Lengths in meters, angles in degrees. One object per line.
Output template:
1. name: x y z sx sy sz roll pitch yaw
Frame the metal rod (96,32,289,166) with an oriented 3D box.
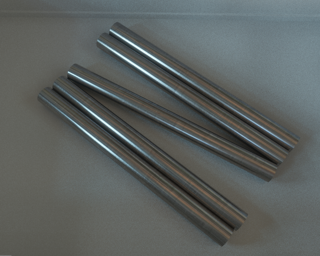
1. metal rod: 0.036 -0.045 0.425 0.300 0.025 0.025 35 74 12

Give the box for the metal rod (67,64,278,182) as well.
1. metal rod: 0.009 -0.011 0.412 0.301 0.025 0.025 27 72 9

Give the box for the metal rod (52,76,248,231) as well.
1. metal rod: -0.021 0.025 0.399 0.300 0.025 0.025 36 74 12

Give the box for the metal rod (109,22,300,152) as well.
1. metal rod: 0.053 -0.062 0.431 0.300 0.025 0.025 35 74 12

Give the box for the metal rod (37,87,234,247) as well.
1. metal rod: -0.039 0.041 0.393 0.300 0.025 0.025 36 74 12
